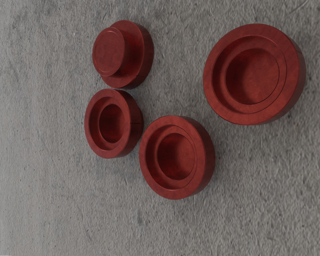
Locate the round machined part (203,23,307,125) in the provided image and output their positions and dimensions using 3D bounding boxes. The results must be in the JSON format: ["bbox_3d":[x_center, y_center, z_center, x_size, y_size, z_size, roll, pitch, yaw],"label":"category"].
[{"bbox_3d":[0.097,-0.051,0.314,0.098,0.042,0.097,0,90,40],"label":"round machined part"}]

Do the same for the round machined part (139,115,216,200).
[{"bbox_3d":[0.024,0.034,0.374,0.098,0.042,0.097,0,90,40],"label":"round machined part"}]

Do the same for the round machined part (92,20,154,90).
[{"bbox_3d":[-0.059,-0.105,0.443,0.098,0.042,0.097,0,90,40],"label":"round machined part"}]

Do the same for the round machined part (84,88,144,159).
[{"bbox_3d":[-0.062,-0.006,0.445,0.098,0.042,0.097,0,90,40],"label":"round machined part"}]
